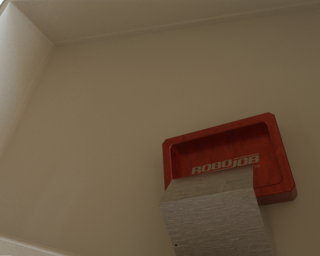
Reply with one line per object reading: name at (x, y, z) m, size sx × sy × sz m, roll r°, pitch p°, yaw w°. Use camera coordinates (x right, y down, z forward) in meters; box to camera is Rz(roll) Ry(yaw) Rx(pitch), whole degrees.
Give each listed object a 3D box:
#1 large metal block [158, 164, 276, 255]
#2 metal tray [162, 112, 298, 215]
large metal block at (0.054, 0.086, 0.281) m, size 0.080 × 0.050 × 0.080 m, roll -15°, pitch 100°, yaw 19°
metal tray at (0.070, 0.043, 0.338) m, size 0.130 × 0.030 × 0.090 m, roll -16°, pitch 55°, yaw 19°
